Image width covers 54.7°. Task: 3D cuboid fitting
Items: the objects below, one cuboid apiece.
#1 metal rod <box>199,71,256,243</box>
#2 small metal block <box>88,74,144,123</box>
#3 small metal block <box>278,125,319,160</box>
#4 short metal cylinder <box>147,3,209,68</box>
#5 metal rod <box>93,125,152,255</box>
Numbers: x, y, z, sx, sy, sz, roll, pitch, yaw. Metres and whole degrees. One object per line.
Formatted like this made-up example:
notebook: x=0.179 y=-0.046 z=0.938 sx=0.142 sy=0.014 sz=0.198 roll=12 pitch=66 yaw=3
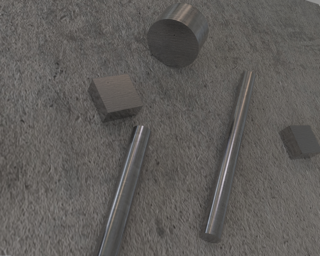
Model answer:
metal rod: x=0.106 y=0.019 z=0.449 sx=0.025 sy=0.025 sz=0.301 roll=31 pitch=52 yaw=-9
small metal block: x=-0.057 y=-0.039 z=0.397 sx=0.050 sy=0.025 sz=0.050 roll=-15 pitch=70 yaw=-34
small metal block: x=0.233 y=0.023 z=0.515 sx=0.050 sy=0.025 sz=0.050 roll=-1 pitch=62 yaw=-29
short metal cylinder: x=0.027 y=-0.139 z=0.468 sx=0.080 sy=0.080 sz=0.050 roll=33 pitch=51 yaw=-7
metal rod: x=-0.052 y=0.123 z=0.300 sx=0.025 sy=0.025 sz=0.300 roll=24 pitch=53 yaw=-14
